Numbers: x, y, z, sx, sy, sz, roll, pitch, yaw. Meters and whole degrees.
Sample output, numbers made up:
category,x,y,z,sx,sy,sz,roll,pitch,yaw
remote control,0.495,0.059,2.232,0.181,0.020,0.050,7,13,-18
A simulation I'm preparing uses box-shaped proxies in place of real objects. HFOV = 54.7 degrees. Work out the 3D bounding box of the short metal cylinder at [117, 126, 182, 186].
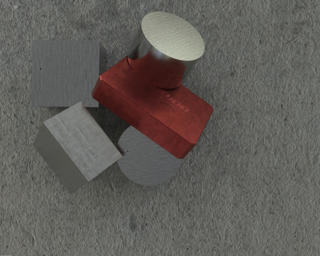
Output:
category,x,y,z,sx,sy,sz,roll,pitch,yaw
short metal cylinder,-0.013,0.030,0.399,0.081,0.050,0.080,0,90,0

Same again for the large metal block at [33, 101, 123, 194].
category,x,y,z,sx,sy,sz,roll,pitch,yaw
large metal block,-0.103,0.027,0.376,0.050,0.080,0.080,-38,91,-36

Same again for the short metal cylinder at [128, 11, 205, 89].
category,x,y,z,sx,sy,sz,roll,pitch,yaw
short metal cylinder,0.007,-0.095,0.379,0.081,0.050,0.080,14,53,-18

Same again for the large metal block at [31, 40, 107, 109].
category,x,y,z,sx,sy,sz,roll,pitch,yaw
large metal block,-0.113,-0.065,0.396,0.081,0.050,0.080,1,90,0

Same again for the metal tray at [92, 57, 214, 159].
category,x,y,z,sx,sy,sz,roll,pitch,yaw
metal tray,-0.005,-0.032,0.380,0.130,0.090,0.030,36,130,0
